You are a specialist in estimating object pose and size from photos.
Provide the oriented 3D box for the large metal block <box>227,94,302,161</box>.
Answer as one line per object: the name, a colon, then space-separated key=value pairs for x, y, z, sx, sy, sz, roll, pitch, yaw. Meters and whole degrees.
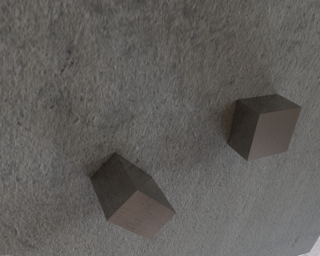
large metal block: x=0.159 y=-0.002 z=0.479 sx=0.081 sy=0.050 sz=0.079 roll=-9 pitch=123 yaw=-24

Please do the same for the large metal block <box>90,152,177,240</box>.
large metal block: x=-0.036 y=0.089 z=0.408 sx=0.050 sy=0.080 sz=0.080 roll=-46 pitch=130 yaw=4
